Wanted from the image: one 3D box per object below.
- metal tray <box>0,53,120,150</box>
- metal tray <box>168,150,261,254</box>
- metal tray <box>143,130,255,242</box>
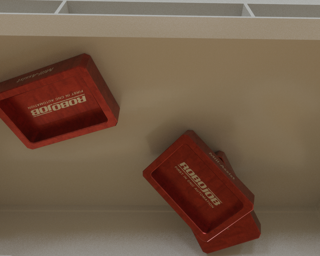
[{"bbox_3d":[-0.127,-0.028,0.380,0.130,0.030,0.090,-16,129,12],"label":"metal tray"},{"bbox_3d":[0.079,0.109,0.455,0.090,0.030,0.130,-26,92,20],"label":"metal tray"},{"bbox_3d":[0.051,0.079,0.423,0.130,0.030,0.090,47,112,4],"label":"metal tray"}]
